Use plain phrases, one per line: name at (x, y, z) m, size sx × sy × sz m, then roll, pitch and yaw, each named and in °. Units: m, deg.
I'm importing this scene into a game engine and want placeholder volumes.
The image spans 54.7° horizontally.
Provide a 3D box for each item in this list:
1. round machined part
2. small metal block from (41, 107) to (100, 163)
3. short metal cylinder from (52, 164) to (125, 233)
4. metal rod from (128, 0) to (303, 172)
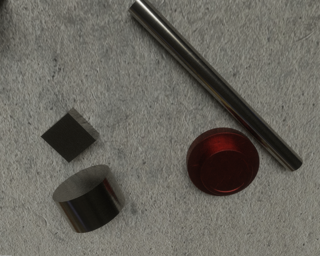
round machined part at (0.087, 0.052, 0.421) m, size 0.099 × 0.042 × 0.097 m, roll 0°, pitch 110°, yaw -1°
small metal block at (-0.118, 0.009, 0.412) m, size 0.050 × 0.025 × 0.050 m, roll -38°, pitch 106°, yaw 12°
short metal cylinder at (-0.094, 0.092, 0.413) m, size 0.080 × 0.080 × 0.050 m, roll -21°, pitch 109°, yaw 7°
metal rod at (0.079, -0.047, 0.393) m, size 0.300 × 0.025 × 0.025 m, roll 42°, pitch 105°, yaw -14°
